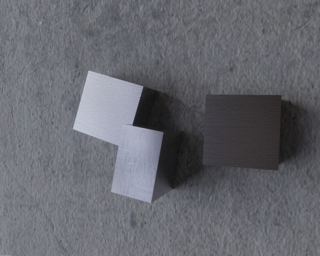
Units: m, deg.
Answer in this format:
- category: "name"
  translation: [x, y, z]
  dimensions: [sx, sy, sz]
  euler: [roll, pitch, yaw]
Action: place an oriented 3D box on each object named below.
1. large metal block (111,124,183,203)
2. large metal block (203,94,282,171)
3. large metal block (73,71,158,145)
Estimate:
- category: "large metal block"
  translation: [-0.013, 0.039, 0.383]
  dimensions: [0.050, 0.080, 0.079]
  euler: [11, 94, 19]
- category: "large metal block"
  translation: [0.096, 0.003, 0.361]
  dimensions: [0.080, 0.050, 0.079]
  euler: [3, 91, 19]
- category: "large metal block"
  translation: [-0.059, -0.025, 0.415]
  dimensions: [0.080, 0.050, 0.080]
  euler: [18, 96, 18]
